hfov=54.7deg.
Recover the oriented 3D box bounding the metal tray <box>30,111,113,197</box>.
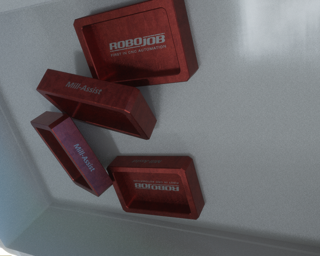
[{"bbox_3d":[-0.133,0.038,0.466,0.090,0.030,0.130,7,132,51],"label":"metal tray"}]

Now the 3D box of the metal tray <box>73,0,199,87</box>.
[{"bbox_3d":[-0.029,-0.095,0.360,0.130,0.030,0.089,-2,118,28],"label":"metal tray"}]

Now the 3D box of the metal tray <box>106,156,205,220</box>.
[{"bbox_3d":[-0.007,0.087,0.461,0.130,0.030,0.089,-3,117,29],"label":"metal tray"}]

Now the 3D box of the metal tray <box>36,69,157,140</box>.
[{"bbox_3d":[-0.078,-0.029,0.396,0.130,0.030,0.090,14,161,19],"label":"metal tray"}]
